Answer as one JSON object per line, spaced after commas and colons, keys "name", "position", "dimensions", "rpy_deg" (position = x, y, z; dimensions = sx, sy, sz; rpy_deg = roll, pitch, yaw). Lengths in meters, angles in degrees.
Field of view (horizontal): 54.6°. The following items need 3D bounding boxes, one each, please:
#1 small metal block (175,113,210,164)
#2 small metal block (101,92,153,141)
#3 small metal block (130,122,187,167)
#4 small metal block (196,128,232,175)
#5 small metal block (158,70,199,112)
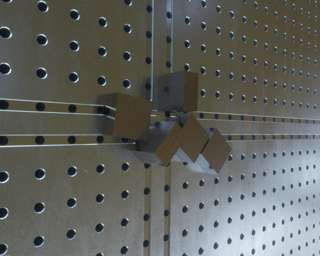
{"name": "small metal block", "position": [0.038, 0.014, 0.440], "dimensions": [0.050, 0.025, 0.050], "rpy_deg": [48, 62, -30]}
{"name": "small metal block", "position": [-0.039, -0.012, 0.375], "dimensions": [0.050, 0.025, 0.050], "rpy_deg": [12, 83, -39]}
{"name": "small metal block", "position": [-0.002, 0.019, 0.390], "dimensions": [0.025, 0.050, 0.050], "rpy_deg": [51, 60, -28]}
{"name": "small metal block", "position": [0.078, 0.035, 0.473], "dimensions": [0.050, 0.025, 0.050], "rpy_deg": [50, 61, -28]}
{"name": "small metal block", "position": [0.023, -0.047, 0.411], "dimensions": [0.025, 0.050, 0.050], "rpy_deg": [3, 88, -40]}
